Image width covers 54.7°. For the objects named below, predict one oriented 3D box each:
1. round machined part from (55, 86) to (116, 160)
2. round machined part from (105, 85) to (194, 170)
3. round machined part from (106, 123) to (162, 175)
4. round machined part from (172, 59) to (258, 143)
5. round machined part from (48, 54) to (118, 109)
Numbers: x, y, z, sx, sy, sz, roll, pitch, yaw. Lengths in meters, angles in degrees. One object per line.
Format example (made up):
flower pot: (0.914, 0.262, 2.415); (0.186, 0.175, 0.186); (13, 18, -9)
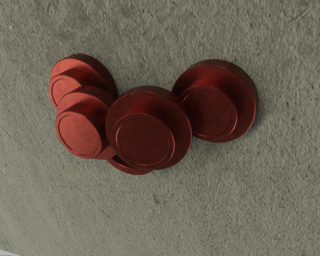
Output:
round machined part: (-0.090, 0.000, 0.388); (0.098, 0.042, 0.097); (13, 124, 20)
round machined part: (-0.014, 0.006, 0.340); (0.098, 0.042, 0.097); (5, 117, 10)
round machined part: (-0.036, 0.013, 0.423); (0.098, 0.042, 0.097); (13, 124, 20)
round machined part: (0.057, -0.024, 0.350); (0.098, 0.042, 0.097); (13, 124, 20)
round machined part: (-0.111, -0.048, 0.423); (0.098, 0.042, 0.097); (13, 124, 20)
